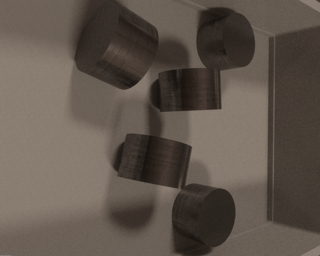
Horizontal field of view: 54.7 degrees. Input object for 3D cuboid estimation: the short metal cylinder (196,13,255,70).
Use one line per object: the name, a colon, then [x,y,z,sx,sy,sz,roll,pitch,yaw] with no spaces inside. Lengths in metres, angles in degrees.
short metal cylinder: [0.102,-0.131,0.479,0.081,0.050,0.079,0,90,-40]

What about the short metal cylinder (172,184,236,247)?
short metal cylinder: [0.064,0.124,0.447,0.081,0.050,0.079,0,90,-40]

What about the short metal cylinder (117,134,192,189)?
short metal cylinder: [-0.006,0.040,0.368,0.080,0.080,0.050,19,78,-39]

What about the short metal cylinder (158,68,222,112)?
short metal cylinder: [0.039,-0.048,0.406,0.081,0.080,0.050,-5,93,-40]

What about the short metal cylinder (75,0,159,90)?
short metal cylinder: [-0.047,-0.087,0.332,0.050,0.080,0.080,22,76,-38]
